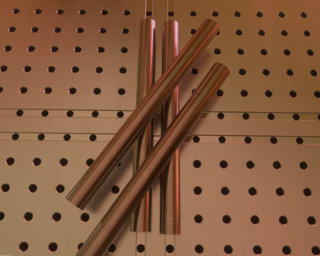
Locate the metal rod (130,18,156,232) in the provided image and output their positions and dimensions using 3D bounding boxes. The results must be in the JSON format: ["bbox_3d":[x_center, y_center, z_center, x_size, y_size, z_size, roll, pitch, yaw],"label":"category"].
[{"bbox_3d":[-0.021,-0.017,0.419,0.025,0.025,0.299,1,70,0],"label":"metal rod"}]

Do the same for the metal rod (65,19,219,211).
[{"bbox_3d":[-0.012,-0.029,0.396,0.025,0.025,0.300,33,73,11],"label":"metal rod"}]

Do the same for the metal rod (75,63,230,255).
[{"bbox_3d":[-0.003,0.037,0.371,0.025,0.025,0.300,33,73,11],"label":"metal rod"}]

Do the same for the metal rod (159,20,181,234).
[{"bbox_3d":[0.014,-0.015,0.418,0.025,0.025,0.299,1,70,0],"label":"metal rod"}]
